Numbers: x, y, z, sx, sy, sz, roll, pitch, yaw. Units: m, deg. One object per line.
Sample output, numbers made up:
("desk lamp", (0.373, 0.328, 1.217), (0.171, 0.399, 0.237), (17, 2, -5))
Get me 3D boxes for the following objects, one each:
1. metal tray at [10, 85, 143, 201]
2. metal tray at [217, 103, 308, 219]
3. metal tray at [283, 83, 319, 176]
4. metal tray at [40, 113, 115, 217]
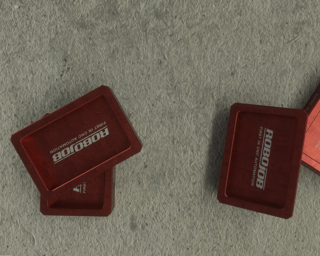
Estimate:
("metal tray", (-0.098, 0.018, 0.375), (0.130, 0.030, 0.090), (-29, 90, 0))
("metal tray", (0.128, 0.038, 0.390), (0.090, 0.030, 0.129), (9, 90, 26))
("metal tray", (0.233, -0.002, 0.409), (0.090, 0.030, 0.130), (33, 90, 0))
("metal tray", (-0.105, 0.047, 0.406), (0.091, 0.030, 0.129), (1, 90, 0))
